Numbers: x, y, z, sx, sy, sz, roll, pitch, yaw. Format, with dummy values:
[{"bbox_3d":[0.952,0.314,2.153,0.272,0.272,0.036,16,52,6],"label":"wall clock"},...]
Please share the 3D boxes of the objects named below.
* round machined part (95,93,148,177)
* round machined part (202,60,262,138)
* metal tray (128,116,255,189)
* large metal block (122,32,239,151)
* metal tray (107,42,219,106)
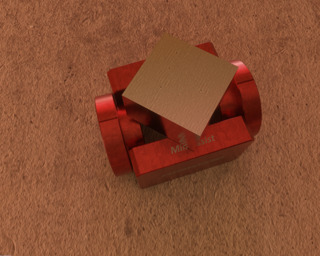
[{"bbox_3d":[-0.043,0.005,0.368,0.042,0.098,0.098,-15,71,-5],"label":"round machined part"},{"bbox_3d":[0.083,-0.032,0.383,0.042,0.098,0.098,-15,71,-5],"label":"round machined part"},{"bbox_3d":[0.034,0.032,0.362,0.131,0.090,0.030,-17,71,-6],"label":"metal tray"},{"bbox_3d":[0.020,-0.036,0.311,0.080,0.050,0.080,28,72,9],"label":"large metal block"},{"bbox_3d":[0.005,-0.057,0.397,0.131,0.090,0.030,-17,71,-7],"label":"metal tray"}]
